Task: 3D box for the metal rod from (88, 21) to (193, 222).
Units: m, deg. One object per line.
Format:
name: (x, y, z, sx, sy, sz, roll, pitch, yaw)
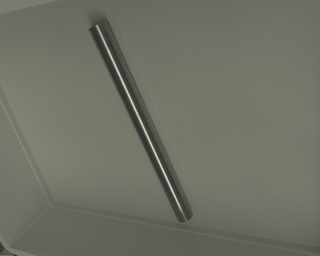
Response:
metal rod: (-0.018, 0.006, 0.422, 0.025, 0.025, 0.299, -11, 113, 33)
